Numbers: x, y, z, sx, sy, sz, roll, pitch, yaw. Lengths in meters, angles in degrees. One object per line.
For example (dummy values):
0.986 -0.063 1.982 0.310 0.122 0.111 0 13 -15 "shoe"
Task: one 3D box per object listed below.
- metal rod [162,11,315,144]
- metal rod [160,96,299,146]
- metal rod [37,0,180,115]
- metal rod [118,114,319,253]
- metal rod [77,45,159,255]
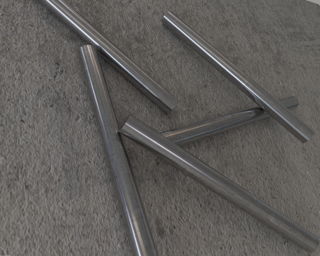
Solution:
0.119 -0.087 0.497 0.300 0.025 0.025 43 51 10 "metal rod"
0.118 -0.013 0.474 0.302 0.025 0.025 -15 70 -34 "metal rod"
-0.093 -0.127 0.430 0.300 0.025 0.025 41 51 0 "metal rod"
0.082 0.075 0.387 0.301 0.025 0.025 33 51 -12 "metal rod"
-0.051 0.029 0.358 0.025 0.025 0.299 -6 65 -31 "metal rod"
